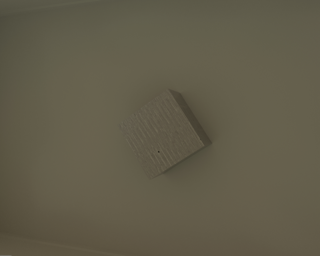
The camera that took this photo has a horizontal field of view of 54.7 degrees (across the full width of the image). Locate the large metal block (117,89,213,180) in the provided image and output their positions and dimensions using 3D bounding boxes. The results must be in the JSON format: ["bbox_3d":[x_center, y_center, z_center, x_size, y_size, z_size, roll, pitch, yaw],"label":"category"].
[{"bbox_3d":[0.007,0.008,0.394,0.080,0.050,0.080,-34,79,16],"label":"large metal block"}]
